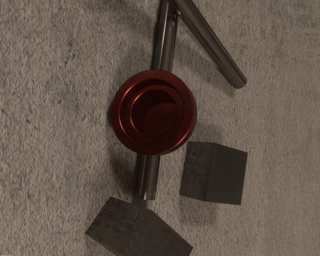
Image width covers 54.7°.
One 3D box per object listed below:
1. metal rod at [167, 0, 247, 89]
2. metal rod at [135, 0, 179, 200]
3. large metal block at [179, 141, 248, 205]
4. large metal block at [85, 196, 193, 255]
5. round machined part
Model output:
[{"bbox_3d":[0.048,-0.143,0.417,0.301,0.025,0.025,38,67,-43],"label":"metal rod"},{"bbox_3d":[0.001,-0.058,0.407,0.025,0.025,0.298,13,82,-40],"label":"metal rod"},{"bbox_3d":[0.081,0.067,0.459,0.081,0.050,0.080,17,79,-39],"label":"large metal block"},{"bbox_3d":[-0.024,0.128,0.351,0.080,0.080,0.050,49,61,-29],"label":"large metal block"},{"bbox_3d":[-0.005,-0.016,0.366,0.042,0.098,0.097,26,70,-72],"label":"round machined part"}]
